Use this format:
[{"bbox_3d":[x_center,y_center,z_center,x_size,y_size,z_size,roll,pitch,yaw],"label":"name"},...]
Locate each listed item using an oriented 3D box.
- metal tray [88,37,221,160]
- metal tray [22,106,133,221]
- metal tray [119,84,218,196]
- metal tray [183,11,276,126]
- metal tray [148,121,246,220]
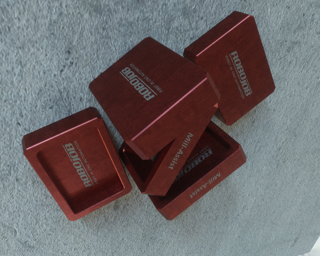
[{"bbox_3d":[-0.013,-0.038,0.311,0.090,0.130,0.030,-40,130,-2],"label":"metal tray"},{"bbox_3d":[-0.096,0.048,0.383,0.091,0.030,0.129,-26,128,-13],"label":"metal tray"},{"bbox_3d":[0.004,0.004,0.372,0.030,0.090,0.129,18,109,-36],"label":"metal tray"},{"bbox_3d":[0.097,-0.075,0.414,0.090,0.030,0.130,-38,130,-3],"label":"metal tray"},{"bbox_3d":[0.037,0.050,0.419,0.130,0.090,0.030,-37,130,-4],"label":"metal tray"}]
